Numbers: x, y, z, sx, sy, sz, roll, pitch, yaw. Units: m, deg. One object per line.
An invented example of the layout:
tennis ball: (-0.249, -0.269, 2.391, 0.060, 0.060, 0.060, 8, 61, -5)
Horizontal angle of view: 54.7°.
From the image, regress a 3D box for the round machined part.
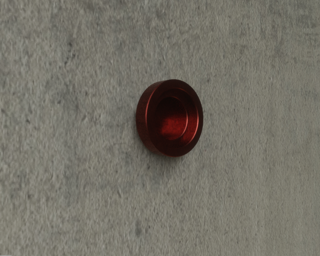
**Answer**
round machined part: (0.008, -0.012, 0.402, 0.099, 0.042, 0.097, 0, 90, -40)
